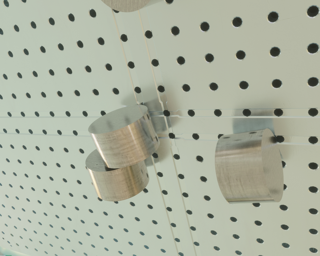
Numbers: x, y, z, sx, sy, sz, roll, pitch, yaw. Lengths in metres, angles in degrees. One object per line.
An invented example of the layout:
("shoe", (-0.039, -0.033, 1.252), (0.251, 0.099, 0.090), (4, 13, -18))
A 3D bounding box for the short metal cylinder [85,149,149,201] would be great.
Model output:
("short metal cylinder", (-0.060, 0.059, 0.444), (0.080, 0.080, 0.050), (2, 119, 27))

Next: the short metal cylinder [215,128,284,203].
("short metal cylinder", (0.102, 0.044, 0.349), (0.050, 0.080, 0.080), (-11, 113, 33))

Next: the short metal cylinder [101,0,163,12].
("short metal cylinder", (-0.026, -0.162, 0.309), (0.080, 0.050, 0.079), (13, 124, 21))

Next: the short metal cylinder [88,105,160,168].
("short metal cylinder", (-0.046, 0.009, 0.406), (0.080, 0.080, 0.050), (-5, 116, 30))
